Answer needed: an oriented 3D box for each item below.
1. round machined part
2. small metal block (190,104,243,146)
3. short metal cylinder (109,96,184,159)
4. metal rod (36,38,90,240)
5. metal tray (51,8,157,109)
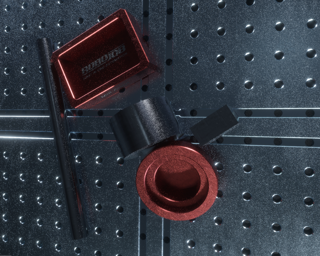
[{"bbox_3d":[0.023,0.061,0.385,0.098,0.042,0.097,3,106,10],"label":"round machined part"},{"bbox_3d":[0.069,-0.003,0.375,0.050,0.050,0.025,-34,79,16],"label":"small metal block"},{"bbox_3d":[-0.017,0.001,0.388,0.080,0.080,0.050,-27,80,18],"label":"short metal cylinder"},{"bbox_3d":[-0.146,0.013,0.462,0.025,0.025,0.298,-13,86,19],"label":"metal rod"},{"bbox_3d":[-0.081,-0.094,0.437,0.130,0.030,0.090,-26,82,17],"label":"metal tray"}]
